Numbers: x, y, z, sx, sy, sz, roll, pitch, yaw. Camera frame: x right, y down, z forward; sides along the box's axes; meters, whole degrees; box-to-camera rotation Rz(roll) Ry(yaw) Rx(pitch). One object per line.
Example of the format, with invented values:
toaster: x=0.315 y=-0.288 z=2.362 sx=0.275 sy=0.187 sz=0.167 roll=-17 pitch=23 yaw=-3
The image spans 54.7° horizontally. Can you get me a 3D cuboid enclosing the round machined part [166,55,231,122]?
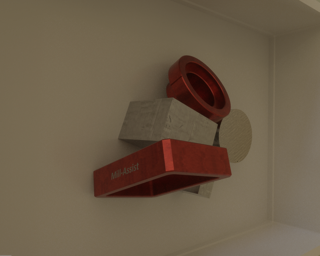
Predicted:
round machined part: x=0.047 y=-0.046 z=0.419 sx=0.098 sy=0.042 sz=0.098 roll=30 pitch=41 yaw=-29

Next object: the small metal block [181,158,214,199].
small metal block: x=0.049 y=0.067 z=0.434 sx=0.025 sy=0.050 sz=0.050 roll=29 pitch=72 yaw=-37

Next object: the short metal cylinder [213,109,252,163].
short metal cylinder: x=0.096 y=0.012 z=0.474 sx=0.081 sy=0.050 sz=0.079 roll=0 pitch=90 yaw=-40

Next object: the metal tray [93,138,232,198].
metal tray: x=-0.001 y=0.050 z=0.337 sx=0.091 sy=0.130 sz=0.030 roll=11 pitch=63 yaw=-40

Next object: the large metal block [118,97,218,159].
large metal block: x=0.010 y=0.004 z=0.381 sx=0.080 sy=0.080 sz=0.050 roll=27 pitch=73 yaw=-37
